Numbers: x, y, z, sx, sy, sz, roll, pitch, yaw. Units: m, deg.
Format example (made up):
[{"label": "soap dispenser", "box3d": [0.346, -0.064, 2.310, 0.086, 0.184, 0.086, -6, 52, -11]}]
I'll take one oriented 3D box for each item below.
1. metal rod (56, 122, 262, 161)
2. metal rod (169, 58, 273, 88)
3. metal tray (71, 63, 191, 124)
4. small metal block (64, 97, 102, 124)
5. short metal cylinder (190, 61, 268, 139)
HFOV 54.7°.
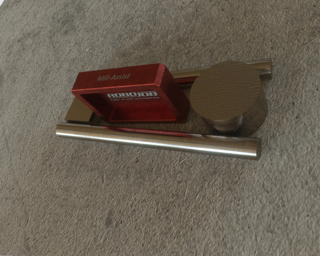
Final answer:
[{"label": "metal rod", "box3d": [-0.023, 0.013, 0.410, 0.300, 0.025, 0.025, 4, 64, 30]}, {"label": "metal rod", "box3d": [0.002, -0.068, 0.446, 0.300, 0.025, 0.025, -2, 61, 27]}, {"label": "metal tray", "box3d": [-0.037, -0.040, 0.406, 0.130, 0.090, 0.030, 0, 62, 28]}, {"label": "small metal block", "box3d": [-0.113, -0.027, 0.482, 0.050, 0.025, 0.050, 5, 64, 30]}, {"label": "short metal cylinder", "box3d": [0.082, -0.032, 0.365, 0.080, 0.050, 0.080, -13, 56, 21]}]
